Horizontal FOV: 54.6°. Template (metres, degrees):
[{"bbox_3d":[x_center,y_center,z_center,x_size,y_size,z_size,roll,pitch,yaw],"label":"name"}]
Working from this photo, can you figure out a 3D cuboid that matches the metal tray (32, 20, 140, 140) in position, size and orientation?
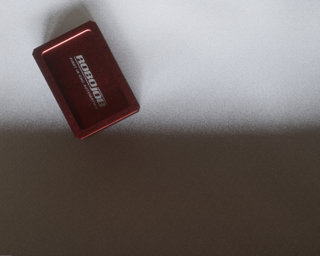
[{"bbox_3d":[-0.095,-0.061,0.408,0.090,0.030,0.130,-27,90,0],"label":"metal tray"}]
